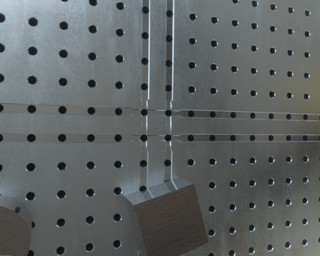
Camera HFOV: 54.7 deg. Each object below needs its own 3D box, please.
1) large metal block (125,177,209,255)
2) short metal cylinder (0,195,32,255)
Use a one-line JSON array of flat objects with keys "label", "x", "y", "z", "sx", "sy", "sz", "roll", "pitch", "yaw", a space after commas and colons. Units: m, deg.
[{"label": "large metal block", "x": 0.007, "y": 0.118, "z": 0.402, "sx": 0.081, "sy": 0.050, "sz": 0.080, "roll": -16, "pitch": 96, "yaw": -19}, {"label": "short metal cylinder", "x": -0.181, "y": 0.117, "z": 0.333, "sx": 0.081, "sy": 0.050, "sz": 0.079, "roll": 0, "pitch": 90, "yaw": -20}]
